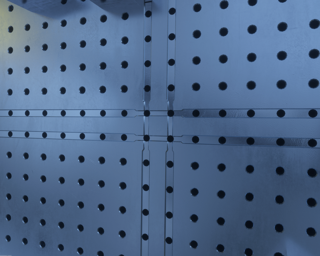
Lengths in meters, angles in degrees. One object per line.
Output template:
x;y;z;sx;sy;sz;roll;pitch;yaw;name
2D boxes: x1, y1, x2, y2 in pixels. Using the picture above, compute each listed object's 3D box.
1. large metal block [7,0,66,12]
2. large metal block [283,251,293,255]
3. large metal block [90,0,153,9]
-0.184;-0.232;0.465;0.080;0.050;0.080;-8;87;20;large metal block
0.153;0.203;0.345;0.080;0.050;0.080;36;102;16;large metal block
-0.057;-0.216;0.420;0.080;0.050;0.080;-1;90;20;large metal block
